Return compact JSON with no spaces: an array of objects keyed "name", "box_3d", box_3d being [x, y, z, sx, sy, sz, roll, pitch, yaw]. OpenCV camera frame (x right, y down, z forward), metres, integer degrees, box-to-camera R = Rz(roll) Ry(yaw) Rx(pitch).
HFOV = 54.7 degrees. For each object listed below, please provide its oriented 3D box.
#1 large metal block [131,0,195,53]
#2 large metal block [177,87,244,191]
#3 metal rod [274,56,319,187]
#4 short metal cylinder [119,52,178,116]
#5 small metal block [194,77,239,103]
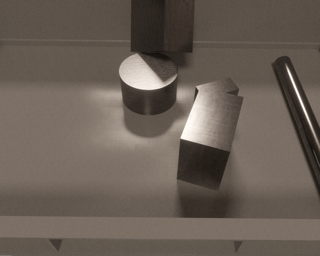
[{"name":"large metal block","box_3d":[0.002,-0.148,0.436,0.050,0.079,0.080,-7,14,-36]},{"name":"large metal block","box_3d":[0.057,0.013,0.359,0.050,0.080,0.080,15,52,12]},{"name":"metal rod","box_3d":[0.196,0.010,0.399,0.025,0.025,0.300,0,50,0]},{"name":"short metal cylinder","box_3d":[-0.016,-0.064,0.442,0.081,0.050,0.080,0,50,0]},{"name":"small metal block","box_3d":[0.074,-0.036,0.421,0.050,0.050,0.025,-17,53,-14]}]
